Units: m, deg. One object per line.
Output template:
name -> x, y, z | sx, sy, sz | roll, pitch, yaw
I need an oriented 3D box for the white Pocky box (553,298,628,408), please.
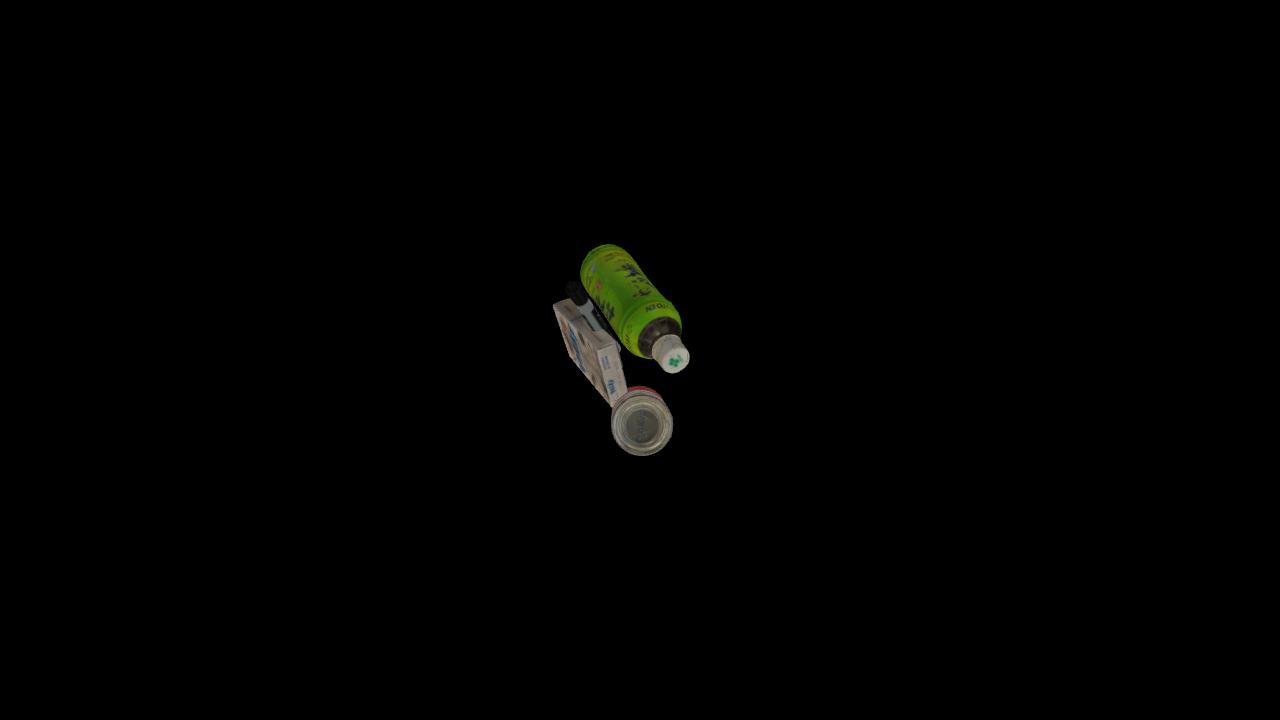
white Pocky box -> -0.061, -0.013, 0.752 | 0.028, 0.084, 0.154 | -24, 33, -16

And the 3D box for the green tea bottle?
green tea bottle -> -0.003, -0.056, 0.679 | 0.073, 0.073, 0.212 | 0, 32, -29

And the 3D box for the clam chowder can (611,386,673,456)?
clam chowder can -> 0.001, 0.067, 0.694 | 0.068, 0.068, 0.102 | 0, 2, -2

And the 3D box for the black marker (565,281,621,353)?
black marker -> -0.052, -0.046, 0.698 | 0.020, 0.020, 0.121 | 0, -35, 26
